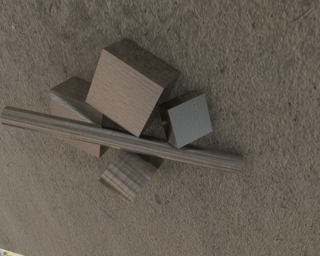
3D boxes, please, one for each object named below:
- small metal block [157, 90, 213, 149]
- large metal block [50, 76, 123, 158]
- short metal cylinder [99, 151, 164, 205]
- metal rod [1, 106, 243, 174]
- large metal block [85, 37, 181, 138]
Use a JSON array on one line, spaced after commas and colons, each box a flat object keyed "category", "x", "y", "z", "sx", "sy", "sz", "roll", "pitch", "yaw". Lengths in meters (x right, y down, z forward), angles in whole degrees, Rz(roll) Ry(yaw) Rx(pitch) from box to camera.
[{"category": "small metal block", "x": 0.030, "y": -0.011, "z": 0.366, "sx": 0.025, "sy": 0.050, "sz": 0.050, "roll": 29, "pitch": 140, "yaw": 58}, {"category": "large metal block", "x": -0.103, "y": -0.016, "z": 0.436, "sx": 0.080, "sy": 0.050, "sz": 0.079, "roll": 23, "pitch": 127, "yaw": 14}, {"category": "short metal cylinder", "x": -0.039, "y": 0.058, "z": 0.429, "sx": 0.050, "sy": 0.080, "sz": 0.080, "roll": 39, "pitch": 129, "yaw": 1}, {"category": "metal rod", "x": -0.048, "y": 0.015, "z": 0.389, "sx": 0.302, "sy": 0.025, "sz": 0.025, "roll": 12, "pitch": 125, "yaw": 2}, {"category": "large metal block", "x": -0.034, "y": -0.049, "z": 0.376, "sx": 0.080, "sy": 0.050, "sz": 0.079, "roll": 34, "pitch": 129, "yaw": 5}]
